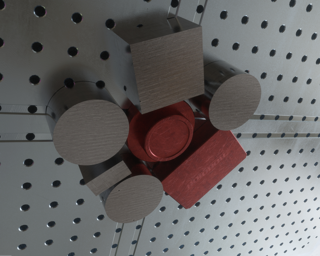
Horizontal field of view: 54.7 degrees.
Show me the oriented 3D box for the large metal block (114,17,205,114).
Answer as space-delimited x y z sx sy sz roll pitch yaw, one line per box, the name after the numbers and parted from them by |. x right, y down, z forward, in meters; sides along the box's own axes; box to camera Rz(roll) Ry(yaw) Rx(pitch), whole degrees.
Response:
0.001 -0.072 0.351 0.081 0.050 0.079 -20 126 -17 | large metal block

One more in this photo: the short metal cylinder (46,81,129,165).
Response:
-0.081 -0.005 0.346 0.081 0.050 0.079 -14 124 -21 | short metal cylinder

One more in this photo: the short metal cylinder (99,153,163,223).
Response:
-0.042 0.081 0.421 0.081 0.050 0.079 -14 124 -21 | short metal cylinder

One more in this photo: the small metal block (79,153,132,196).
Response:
-0.070 0.048 0.385 0.050 0.050 0.025 -33 129 -7 | small metal block

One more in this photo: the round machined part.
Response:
0.003 0.004 0.404 0.099 0.042 0.097 -14 124 -21 | round machined part

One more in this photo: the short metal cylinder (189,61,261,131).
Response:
0.086 -0.043 0.414 0.081 0.050 0.079 -14 124 -21 | short metal cylinder

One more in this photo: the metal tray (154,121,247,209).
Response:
0.062 0.055 0.475 0.130 0.030 0.090 -42 129 0 | metal tray
